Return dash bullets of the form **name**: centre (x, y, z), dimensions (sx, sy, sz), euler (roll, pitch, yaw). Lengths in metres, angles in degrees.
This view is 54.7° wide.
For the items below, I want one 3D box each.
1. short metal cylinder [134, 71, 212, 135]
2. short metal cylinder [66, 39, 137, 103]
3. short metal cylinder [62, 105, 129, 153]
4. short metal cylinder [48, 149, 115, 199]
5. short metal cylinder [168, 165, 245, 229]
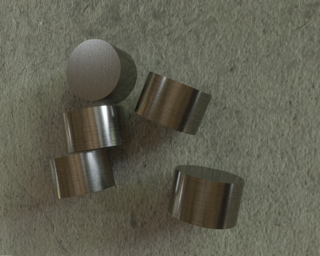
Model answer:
- **short metal cylinder**: centre (0.016, -0.030, 0.374), dimensions (0.080, 0.080, 0.050), euler (24, 98, 18)
- **short metal cylinder**: centre (-0.078, -0.075, 0.422), dimensions (0.080, 0.050, 0.079), euler (0, 90, 19)
- **short metal cylinder**: centre (-0.085, 0.003, 0.408), dimensions (0.080, 0.080, 0.050), euler (-10, 87, 19)
- **short metal cylinder**: centre (-0.104, 0.060, 0.415), dimensions (0.080, 0.080, 0.050), euler (-12, 86, 19)
- **short metal cylinder**: centre (0.053, 0.077, 0.361), dimensions (0.080, 0.080, 0.050), euler (11, 94, 19)
